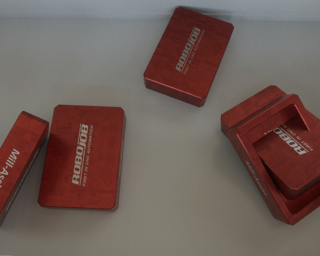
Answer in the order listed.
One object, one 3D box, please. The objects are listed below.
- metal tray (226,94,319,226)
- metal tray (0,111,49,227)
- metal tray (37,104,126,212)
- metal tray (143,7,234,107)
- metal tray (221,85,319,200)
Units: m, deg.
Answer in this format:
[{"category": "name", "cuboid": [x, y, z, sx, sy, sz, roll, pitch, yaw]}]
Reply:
[{"category": "metal tray", "cuboid": [0.151, 0.036, 0.371, 0.090, 0.030, 0.130, -31, 93, -11]}, {"category": "metal tray", "cuboid": [-0.171, 0.052, 0.352, 0.030, 0.090, 0.130, 26, 71, -14]}, {"category": "metal tray", "cuboid": [-0.094, 0.037, 0.393, 0.091, 0.030, 0.130, 3, 70, 1]}, {"category": "metal tray", "cuboid": [0.042, -0.104, 0.445, 0.090, 0.030, 0.130, 21, 71, 7]}, {"category": "metal tray", "cuboid": [0.149, 0.012, 0.381, 0.090, 0.030, 0.130, -30, 53, -11]}]
